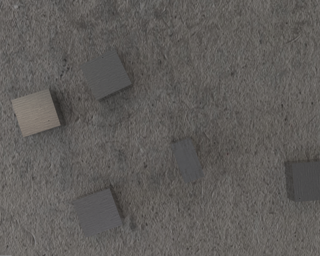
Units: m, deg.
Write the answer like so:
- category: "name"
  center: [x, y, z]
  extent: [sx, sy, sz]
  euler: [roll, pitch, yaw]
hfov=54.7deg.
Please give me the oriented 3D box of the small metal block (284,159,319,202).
- category: "small metal block"
  center: [0.197, 0.069, 0.411]
  extent: [0.050, 0.025, 0.050]
  euler: [-5, 90, 0]

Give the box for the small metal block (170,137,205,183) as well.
- category: "small metal block"
  center: [0.034, 0.039, 0.398]
  extent: [0.025, 0.050, 0.050]
  euler: [-20, 90, 0]

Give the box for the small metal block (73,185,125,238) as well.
- category: "small metal block"
  center: [-0.080, 0.109, 0.409]
  extent: [0.050, 0.025, 0.050]
  euler: [-20, 90, 0]

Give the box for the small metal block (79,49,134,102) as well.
- category: "small metal block"
  center: [-0.070, -0.068, 0.409]
  extent: [0.050, 0.025, 0.050]
  euler: [-26, 90, 0]

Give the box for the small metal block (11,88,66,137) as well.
- category: "small metal block"
  center: [-0.159, -0.019, 0.409]
  extent: [0.050, 0.025, 0.050]
  euler: [-18, 90, 0]
